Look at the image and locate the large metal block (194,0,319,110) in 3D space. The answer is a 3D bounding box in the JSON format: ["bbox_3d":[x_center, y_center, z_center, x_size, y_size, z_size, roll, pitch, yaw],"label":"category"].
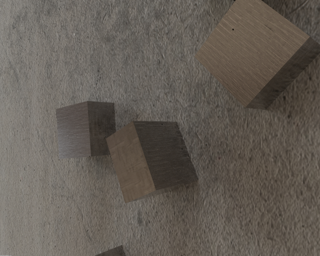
[{"bbox_3d":[0.096,-0.075,0.310,0.080,0.050,0.080,52,120,27],"label":"large metal block"}]

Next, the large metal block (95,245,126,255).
[{"bbox_3d":[-0.084,0.232,0.459,0.080,0.050,0.080,-38,67,33],"label":"large metal block"}]

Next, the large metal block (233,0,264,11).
[{"bbox_3d":[0.083,-0.180,0.320,0.080,0.050,0.080,49,119,29],"label":"large metal block"}]

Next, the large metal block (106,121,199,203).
[{"bbox_3d":[-0.009,0.038,0.376,0.050,0.081,0.080,-31,71,36],"label":"large metal block"}]

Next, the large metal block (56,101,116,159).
[{"bbox_3d":[-0.115,0.005,0.484,0.080,0.050,0.080,-8,85,39],"label":"large metal block"}]
